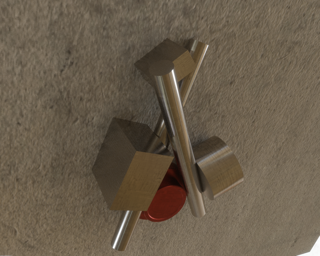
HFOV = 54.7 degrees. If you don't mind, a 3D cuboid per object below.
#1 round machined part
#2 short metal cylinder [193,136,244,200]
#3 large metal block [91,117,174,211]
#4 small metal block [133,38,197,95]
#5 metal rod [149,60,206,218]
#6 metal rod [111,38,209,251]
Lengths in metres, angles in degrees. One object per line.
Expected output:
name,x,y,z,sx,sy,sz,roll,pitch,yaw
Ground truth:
round machined part,0.000,0.101,0.462,0.099,0.042,0.097,-14,125,-21
short metal cylinder,0.077,0.058,0.453,0.050,0.080,0.080,-29,129,-11
large metal block,-0.037,0.044,0.381,0.050,0.080,0.079,12,112,-34
small metal block,0.005,-0.071,0.352,0.050,0.050,0.025,-38,130,-3
metal rod,0.033,0.040,0.408,0.025,0.025,0.299,-29,137,-10
metal rod,-0.005,0.032,0.407,0.025,0.025,0.298,12,106,-34
